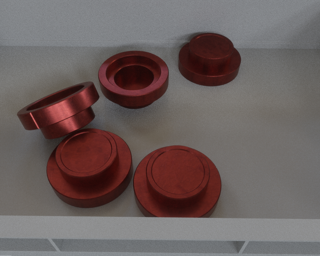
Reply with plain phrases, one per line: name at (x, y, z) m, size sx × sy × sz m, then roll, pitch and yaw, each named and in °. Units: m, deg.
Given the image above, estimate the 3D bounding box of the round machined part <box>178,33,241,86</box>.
round machined part at (0.079, -0.114, 0.490) m, size 0.099 × 0.042 × 0.098 m, roll 0°, pitch 50°, yaw 0°

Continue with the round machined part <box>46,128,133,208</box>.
round machined part at (-0.082, 0.039, 0.361) m, size 0.099 × 0.042 × 0.098 m, roll 0°, pitch 50°, yaw 0°

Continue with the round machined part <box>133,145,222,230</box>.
round machined part at (0.019, 0.058, 0.345) m, size 0.099 × 0.042 × 0.098 m, roll 0°, pitch 50°, yaw 0°

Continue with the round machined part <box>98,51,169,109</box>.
round machined part at (-0.037, -0.066, 0.449) m, size 0.099 × 0.042 × 0.098 m, roll 0°, pitch 50°, yaw 0°

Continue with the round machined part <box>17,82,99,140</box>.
round machined part at (-0.122, -0.020, 0.390) m, size 0.098 × 0.042 × 0.098 m, roll -18°, pitch 20°, yaw 7°
